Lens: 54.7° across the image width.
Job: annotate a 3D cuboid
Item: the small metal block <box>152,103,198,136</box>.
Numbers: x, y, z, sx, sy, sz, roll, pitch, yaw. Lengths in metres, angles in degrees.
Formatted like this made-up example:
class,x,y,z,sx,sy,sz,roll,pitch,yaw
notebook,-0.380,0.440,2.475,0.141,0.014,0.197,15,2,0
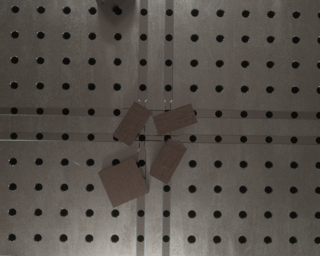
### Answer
class,x,y,z,sx,sy,sz,roll,pitch,yaw
small metal block,0.018,-0.010,0.401,0.050,0.050,0.025,-19,90,0

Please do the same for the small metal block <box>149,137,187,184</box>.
class,x,y,z,sx,sy,sz,roll,pitch,yaw
small metal block,0.010,0.041,0.401,0.025,0.050,0.050,29,90,0

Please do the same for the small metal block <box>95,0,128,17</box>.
class,x,y,z,sx,sy,sz,roll,pitch,yaw
small metal block,-0.059,-0.179,0.400,0.050,0.050,0.025,-43,91,0

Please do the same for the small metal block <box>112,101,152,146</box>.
class,x,y,z,sx,sy,sz,roll,pitch,yaw
small metal block,-0.034,-0.005,0.400,0.025,0.050,0.050,33,90,-1

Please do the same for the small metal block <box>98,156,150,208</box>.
class,x,y,z,sx,sy,sz,roll,pitch,yaw
small metal block,-0.047,0.071,0.413,0.050,0.025,0.050,-23,90,-1
